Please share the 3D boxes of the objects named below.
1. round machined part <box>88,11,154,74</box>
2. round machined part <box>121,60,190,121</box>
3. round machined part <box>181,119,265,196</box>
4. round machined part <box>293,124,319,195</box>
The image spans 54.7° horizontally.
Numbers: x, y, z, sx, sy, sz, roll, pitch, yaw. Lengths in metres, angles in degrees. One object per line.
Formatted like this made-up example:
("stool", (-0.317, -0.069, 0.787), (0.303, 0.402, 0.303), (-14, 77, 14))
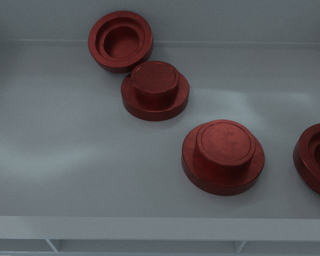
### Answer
("round machined part", (-0.058, -0.130, 0.486), (0.099, 0.042, 0.098), (-1, 75, 6))
("round machined part", (-0.007, -0.059, 0.444), (0.099, 0.042, 0.098), (0, 50, 0))
("round machined part", (0.076, 0.028, 0.372), (0.099, 0.042, 0.098), (0, 50, 0))
("round machined part", (0.205, 0.044, 0.360), (0.099, 0.042, 0.098), (0, 50, 0))
